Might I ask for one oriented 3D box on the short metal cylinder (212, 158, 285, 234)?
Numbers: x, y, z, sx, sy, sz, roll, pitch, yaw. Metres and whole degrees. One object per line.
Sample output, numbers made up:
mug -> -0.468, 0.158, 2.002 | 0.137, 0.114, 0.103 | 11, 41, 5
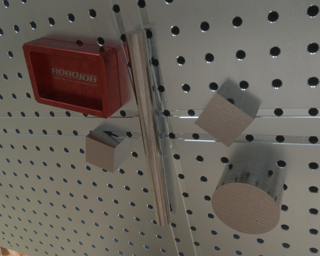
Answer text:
short metal cylinder -> 0.111, 0.085, 0.389 | 0.080, 0.050, 0.079 | 13, 124, 21

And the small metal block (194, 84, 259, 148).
small metal block -> 0.077, -0.014, 0.362 | 0.050, 0.025, 0.050 | 36, 129, 4

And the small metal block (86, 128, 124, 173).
small metal block -> -0.086, 0.035, 0.479 | 0.050, 0.025, 0.050 | 21, 126, 16

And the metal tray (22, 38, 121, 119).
metal tray -> -0.121, -0.070, 0.428 | 0.130, 0.030, 0.089 | 13, 124, 21

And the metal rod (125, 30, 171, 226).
metal rod -> -0.011, 0.019, 0.428 | 0.025, 0.025, 0.298 | 7, 122, 25
